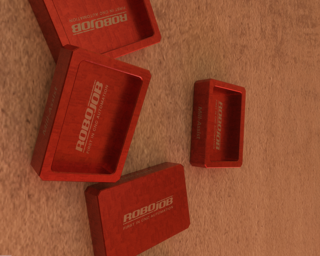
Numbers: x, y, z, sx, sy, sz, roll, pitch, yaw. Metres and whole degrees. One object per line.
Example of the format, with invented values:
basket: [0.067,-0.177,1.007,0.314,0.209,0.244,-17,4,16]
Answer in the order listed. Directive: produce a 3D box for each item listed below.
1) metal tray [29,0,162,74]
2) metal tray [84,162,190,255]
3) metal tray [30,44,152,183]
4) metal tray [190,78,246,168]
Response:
metal tray: [-0.065,-0.122,0.347,0.131,0.030,0.090,-31,110,-36]
metal tray: [-0.022,0.101,0.385,0.131,0.030,0.089,-12,98,-40]
metal tray: [-0.069,-0.010,0.320,0.091,0.030,0.129,11,100,-40]
metal tray: [0.092,-0.004,0.481,0.091,0.030,0.129,6,86,-40]
